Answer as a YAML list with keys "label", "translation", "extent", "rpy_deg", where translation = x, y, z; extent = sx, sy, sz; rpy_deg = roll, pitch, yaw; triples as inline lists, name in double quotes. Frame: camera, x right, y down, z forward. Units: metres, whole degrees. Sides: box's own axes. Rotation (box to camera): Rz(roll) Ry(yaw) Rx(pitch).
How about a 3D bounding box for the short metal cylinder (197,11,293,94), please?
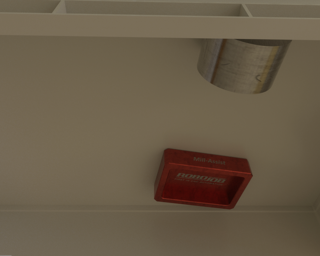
- label: "short metal cylinder"
  translation: [0.082, -0.077, 0.309]
  extent: [0.081, 0.080, 0.050]
  rpy_deg: [6, 130, -6]

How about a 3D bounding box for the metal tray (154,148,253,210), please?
- label: "metal tray"
  translation: [0.063, 0.081, 0.475]
  extent: [0.131, 0.030, 0.089]
  rpy_deg: [8, 130, -8]

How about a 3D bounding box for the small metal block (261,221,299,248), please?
- label: "small metal block"
  translation: [0.227, 0.203, 0.589]
  extent: [0.050, 0.025, 0.050]
  rpy_deg: [2, 130, -3]
